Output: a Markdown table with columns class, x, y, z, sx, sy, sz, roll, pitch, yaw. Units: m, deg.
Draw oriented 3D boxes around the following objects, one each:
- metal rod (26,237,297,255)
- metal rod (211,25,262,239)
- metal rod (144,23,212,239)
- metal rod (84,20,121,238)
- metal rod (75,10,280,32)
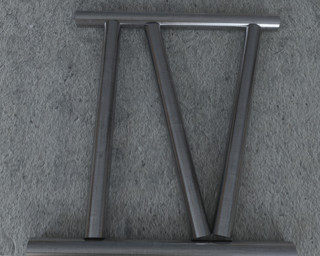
| class | x | y | z | sx | sy | sz | roll | pitch | yaw |
| --- | --- | --- | --- | --- | --- | --- | --- | --- | --- |
| metal rod | 0.002 | 0.141 | 0.357 | 0.302 | 0.025 | 0.025 | 1 | 70 | 0 |
| metal rod | 0.106 | -0.010 | 0.413 | 0.025 | 0.025 | 0.299 | 13 | 70 | 4 |
| metal rod | 0.018 | -0.010 | 0.412 | 0.025 | 0.025 | 0.299 | -11 | 70 | -4 |
| metal rod | -0.073 | -0.013 | 0.412 | 0.025 | 0.025 | 0.299 | 1 | 70 | 0 |
| metal rod | 0.026 | -0.162 | 0.469 | 0.302 | 0.025 | 0.025 | 1 | 70 | 0 |
